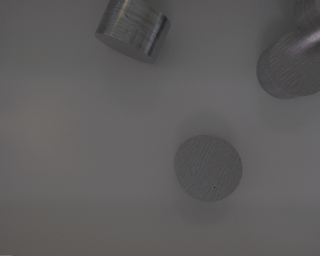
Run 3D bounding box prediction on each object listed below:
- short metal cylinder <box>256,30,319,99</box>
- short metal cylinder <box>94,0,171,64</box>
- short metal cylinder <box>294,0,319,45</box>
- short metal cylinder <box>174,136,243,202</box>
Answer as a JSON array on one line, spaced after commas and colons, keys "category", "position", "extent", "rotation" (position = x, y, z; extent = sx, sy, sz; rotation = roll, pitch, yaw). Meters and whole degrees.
[{"category": "short metal cylinder", "position": [0.172, -0.079, 0.400], "extent": [0.081, 0.050, 0.080], "rotation": [0, 90, 0]}, {"category": "short metal cylinder", "position": [-0.033, -0.120, 0.383], "extent": [0.080, 0.080, 0.050], "rotation": [24, 90, 0]}, {"category": "short metal cylinder", "position": [0.202, -0.139, 0.350], "extent": [0.081, 0.050, 0.080], "rotation": [0, 90, -1]}, {"category": "short metal cylinder", "position": [0.060, 0.050, 0.399], "extent": [0.081, 0.050, 0.080], "rotation": [0, 90, 0]}]
